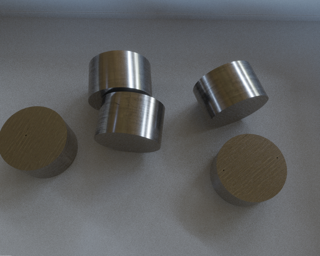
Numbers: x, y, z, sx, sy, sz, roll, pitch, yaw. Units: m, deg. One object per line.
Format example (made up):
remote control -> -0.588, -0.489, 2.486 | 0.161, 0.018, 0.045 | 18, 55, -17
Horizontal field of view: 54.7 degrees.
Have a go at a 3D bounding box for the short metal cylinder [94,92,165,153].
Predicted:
short metal cylinder -> -0.036, -0.004, 0.382 | 0.080, 0.080, 0.050 | 6, 70, 2

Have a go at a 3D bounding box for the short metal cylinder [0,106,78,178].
short metal cylinder -> -0.150, 0.019, 0.388 | 0.081, 0.050, 0.080 | 0, 70, 0

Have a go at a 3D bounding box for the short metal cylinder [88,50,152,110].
short metal cylinder -> -0.051, -0.056, 0.401 | 0.081, 0.080, 0.050 | -3, 70, -1

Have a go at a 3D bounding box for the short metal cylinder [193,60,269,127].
short metal cylinder -> 0.089, -0.042, 0.396 | 0.080, 0.080, 0.050 | -19, 72, -7

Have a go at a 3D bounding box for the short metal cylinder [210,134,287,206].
short metal cylinder -> 0.105, 0.053, 0.378 | 0.081, 0.050, 0.080 | 0, 70, 0
